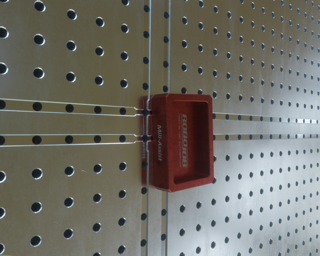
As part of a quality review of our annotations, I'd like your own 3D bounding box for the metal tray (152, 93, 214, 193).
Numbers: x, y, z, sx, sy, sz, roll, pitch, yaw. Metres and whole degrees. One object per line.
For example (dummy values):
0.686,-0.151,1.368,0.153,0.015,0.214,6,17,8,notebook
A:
0.034,0.018,0.436,0.091,0.030,0.129,-3,92,-40,metal tray
